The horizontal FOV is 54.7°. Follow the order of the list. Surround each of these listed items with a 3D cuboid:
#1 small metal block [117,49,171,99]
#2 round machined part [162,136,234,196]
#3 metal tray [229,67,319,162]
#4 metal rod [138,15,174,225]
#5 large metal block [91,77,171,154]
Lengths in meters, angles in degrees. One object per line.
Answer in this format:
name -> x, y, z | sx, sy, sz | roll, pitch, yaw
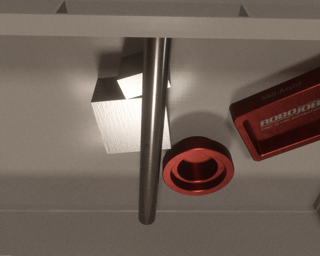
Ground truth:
small metal block -> -0.016, -0.062, 0.340 | 0.050, 0.050, 0.025 | -14, 129, 11
round machined part -> 0.053, 0.050, 0.441 | 0.099, 0.042, 0.097 | -1, 130, 0
metal tray -> 0.167, -0.015, 0.395 | 0.130, 0.030, 0.090 | -23, 127, 18
metal rod -> -0.010, 0.021, 0.360 | 0.025, 0.025, 0.298 | 2, 131, -3
large metal block -> -0.031, -0.017, 0.378 | 0.080, 0.050, 0.080 | -5, 130, 4
